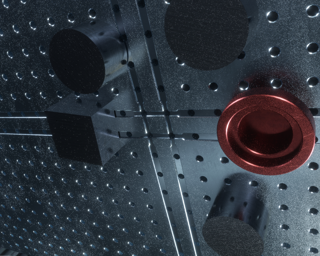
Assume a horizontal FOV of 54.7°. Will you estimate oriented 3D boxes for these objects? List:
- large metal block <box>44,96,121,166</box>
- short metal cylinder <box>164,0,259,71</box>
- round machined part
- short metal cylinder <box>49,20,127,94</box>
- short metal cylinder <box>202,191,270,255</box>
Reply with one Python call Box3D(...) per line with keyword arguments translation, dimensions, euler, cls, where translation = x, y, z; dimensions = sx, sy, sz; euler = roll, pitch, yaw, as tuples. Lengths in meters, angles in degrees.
Box3D(translation=(-0.111, 0.003, 0.456), dimensions=(0.080, 0.050, 0.079), euler=(7, 122, 24), cls="large metal block")
Box3D(translation=(0.051, -0.103, 0.304), dimensions=(0.080, 0.050, 0.079), euler=(13, 124, 21), cls="short metal cylinder")
Box3D(translation=(0.116, 0.000, 0.339), dimensions=(0.098, 0.042, 0.097), euler=(13, 124, 21), cls="round machined part")
Box3D(translation=(-0.089, -0.089, 0.387), dimensions=(0.080, 0.050, 0.079), euler=(13, 124, 21), cls="short metal cylinder")
Box3D(translation=(0.104, 0.134, 0.423), dimensions=(0.080, 0.050, 0.079), euler=(13, 124, 21), cls="short metal cylinder")
